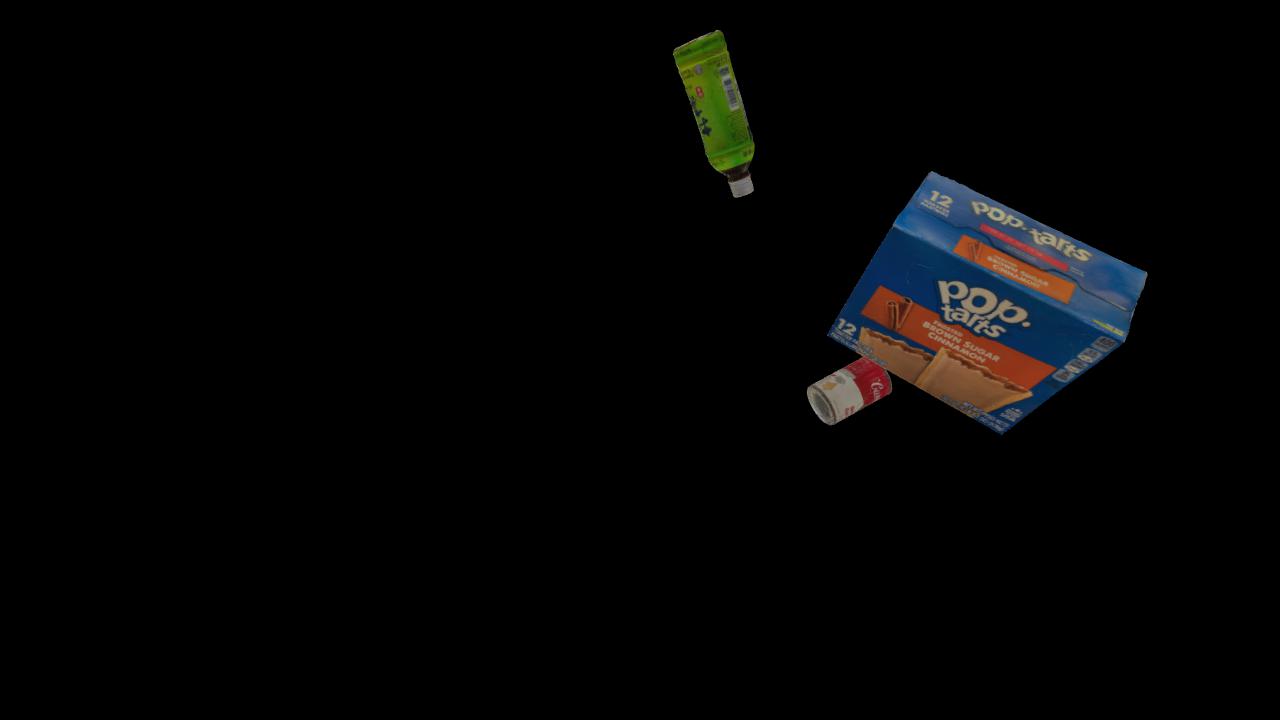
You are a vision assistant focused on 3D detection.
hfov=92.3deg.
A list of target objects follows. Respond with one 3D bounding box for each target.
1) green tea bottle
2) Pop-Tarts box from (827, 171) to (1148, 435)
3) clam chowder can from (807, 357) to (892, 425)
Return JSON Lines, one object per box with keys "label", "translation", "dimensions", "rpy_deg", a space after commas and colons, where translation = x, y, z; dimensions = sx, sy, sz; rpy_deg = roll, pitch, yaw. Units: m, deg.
{"label": "green tea bottle", "translation": [0.111, -0.327, 0.839], "dimensions": [0.073, 0.212, 0.073], "rpy_deg": [-20, 20, 8]}
{"label": "Pop-Tarts box", "translation": [0.262, -0.042, 0.492], "dimensions": [0.167, 0.083, 0.141], "rpy_deg": [32, -31, 14]}
{"label": "clam chowder can", "translation": [0.307, 0.045, 0.906], "dimensions": [0.102, 0.068, 0.068], "rpy_deg": [-27, 4, -8]}
